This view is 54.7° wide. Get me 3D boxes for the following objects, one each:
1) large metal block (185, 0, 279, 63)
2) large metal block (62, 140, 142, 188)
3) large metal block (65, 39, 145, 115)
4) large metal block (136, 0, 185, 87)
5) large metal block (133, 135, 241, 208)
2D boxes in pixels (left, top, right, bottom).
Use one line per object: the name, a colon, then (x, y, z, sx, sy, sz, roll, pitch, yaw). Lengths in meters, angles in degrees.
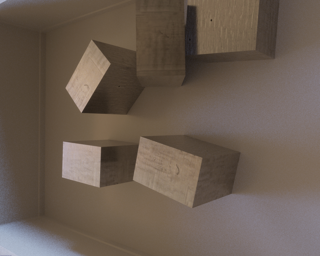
large metal block: (0.075, -0.115, 0.327, 0.080, 0.050, 0.079, 6, 94, 39)
large metal block: (-0.078, 0.045, 0.433, 0.080, 0.081, 0.050, 4, 93, 39)
large metal block: (-0.068, -0.065, 0.425, 0.050, 0.081, 0.080, 52, 120, 27)
large metal block: (0.001, -0.093, 0.360, 0.050, 0.080, 0.079, -1, 89, 0)
large metal block: (0.030, 0.042, 0.344, 0.080, 0.081, 0.050, 17, 101, 38)
